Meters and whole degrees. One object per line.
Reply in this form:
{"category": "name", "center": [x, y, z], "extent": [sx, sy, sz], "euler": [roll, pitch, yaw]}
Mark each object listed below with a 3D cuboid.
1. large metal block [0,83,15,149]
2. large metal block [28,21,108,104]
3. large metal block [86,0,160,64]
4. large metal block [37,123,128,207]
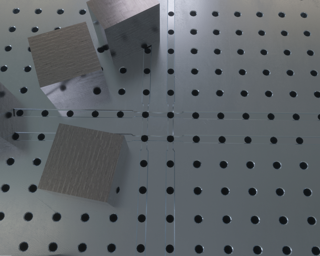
{"category": "large metal block", "center": [-0.242, -0.013, 0.402], "extent": [0.080, 0.050, 0.080], "euler": [-11, 70, -4]}
{"category": "large metal block", "center": [-0.126, -0.090, 0.431], "extent": [0.080, 0.050, 0.080], "euler": [-18, 71, -7]}
{"category": "large metal block", "center": [-0.048, -0.148, 0.436], "extent": [0.080, 0.080, 0.050], "euler": [-29, 73, -10]}
{"category": "large metal block", "center": [-0.090, 0.047, 0.381], "extent": [0.080, 0.050, 0.080], "euler": [11, 70, 4]}
